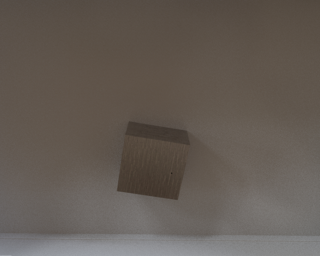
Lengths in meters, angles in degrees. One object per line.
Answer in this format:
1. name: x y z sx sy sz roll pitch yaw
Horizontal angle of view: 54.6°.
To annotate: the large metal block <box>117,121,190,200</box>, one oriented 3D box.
1. large metal block: -0.009 0.043 0.414 0.080 0.050 0.079 9 110 -4
